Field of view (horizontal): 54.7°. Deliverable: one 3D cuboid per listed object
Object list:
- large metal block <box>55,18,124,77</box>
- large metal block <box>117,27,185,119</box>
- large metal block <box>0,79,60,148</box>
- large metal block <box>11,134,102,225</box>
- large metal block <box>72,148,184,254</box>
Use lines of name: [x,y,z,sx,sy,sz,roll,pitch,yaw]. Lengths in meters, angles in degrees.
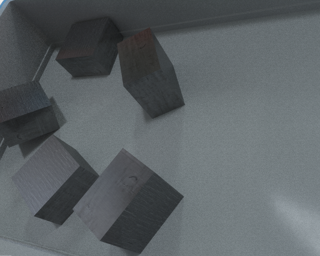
large metal block: [-0.120,-0.137,0.534,0.080,0.050,0.080,1,62,28]
large metal block: [-0.012,-0.073,0.420,0.050,0.080,0.080,-23,54,14]
large metal block: [-0.219,-0.026,0.498,0.081,0.050,0.080,-24,48,-21]
large metal block: [-0.139,0.069,0.419,0.080,0.050,0.080,-48,52,-6]
large metal block: [-0.030,0.081,0.336,0.050,0.080,0.080,32,80,38]
